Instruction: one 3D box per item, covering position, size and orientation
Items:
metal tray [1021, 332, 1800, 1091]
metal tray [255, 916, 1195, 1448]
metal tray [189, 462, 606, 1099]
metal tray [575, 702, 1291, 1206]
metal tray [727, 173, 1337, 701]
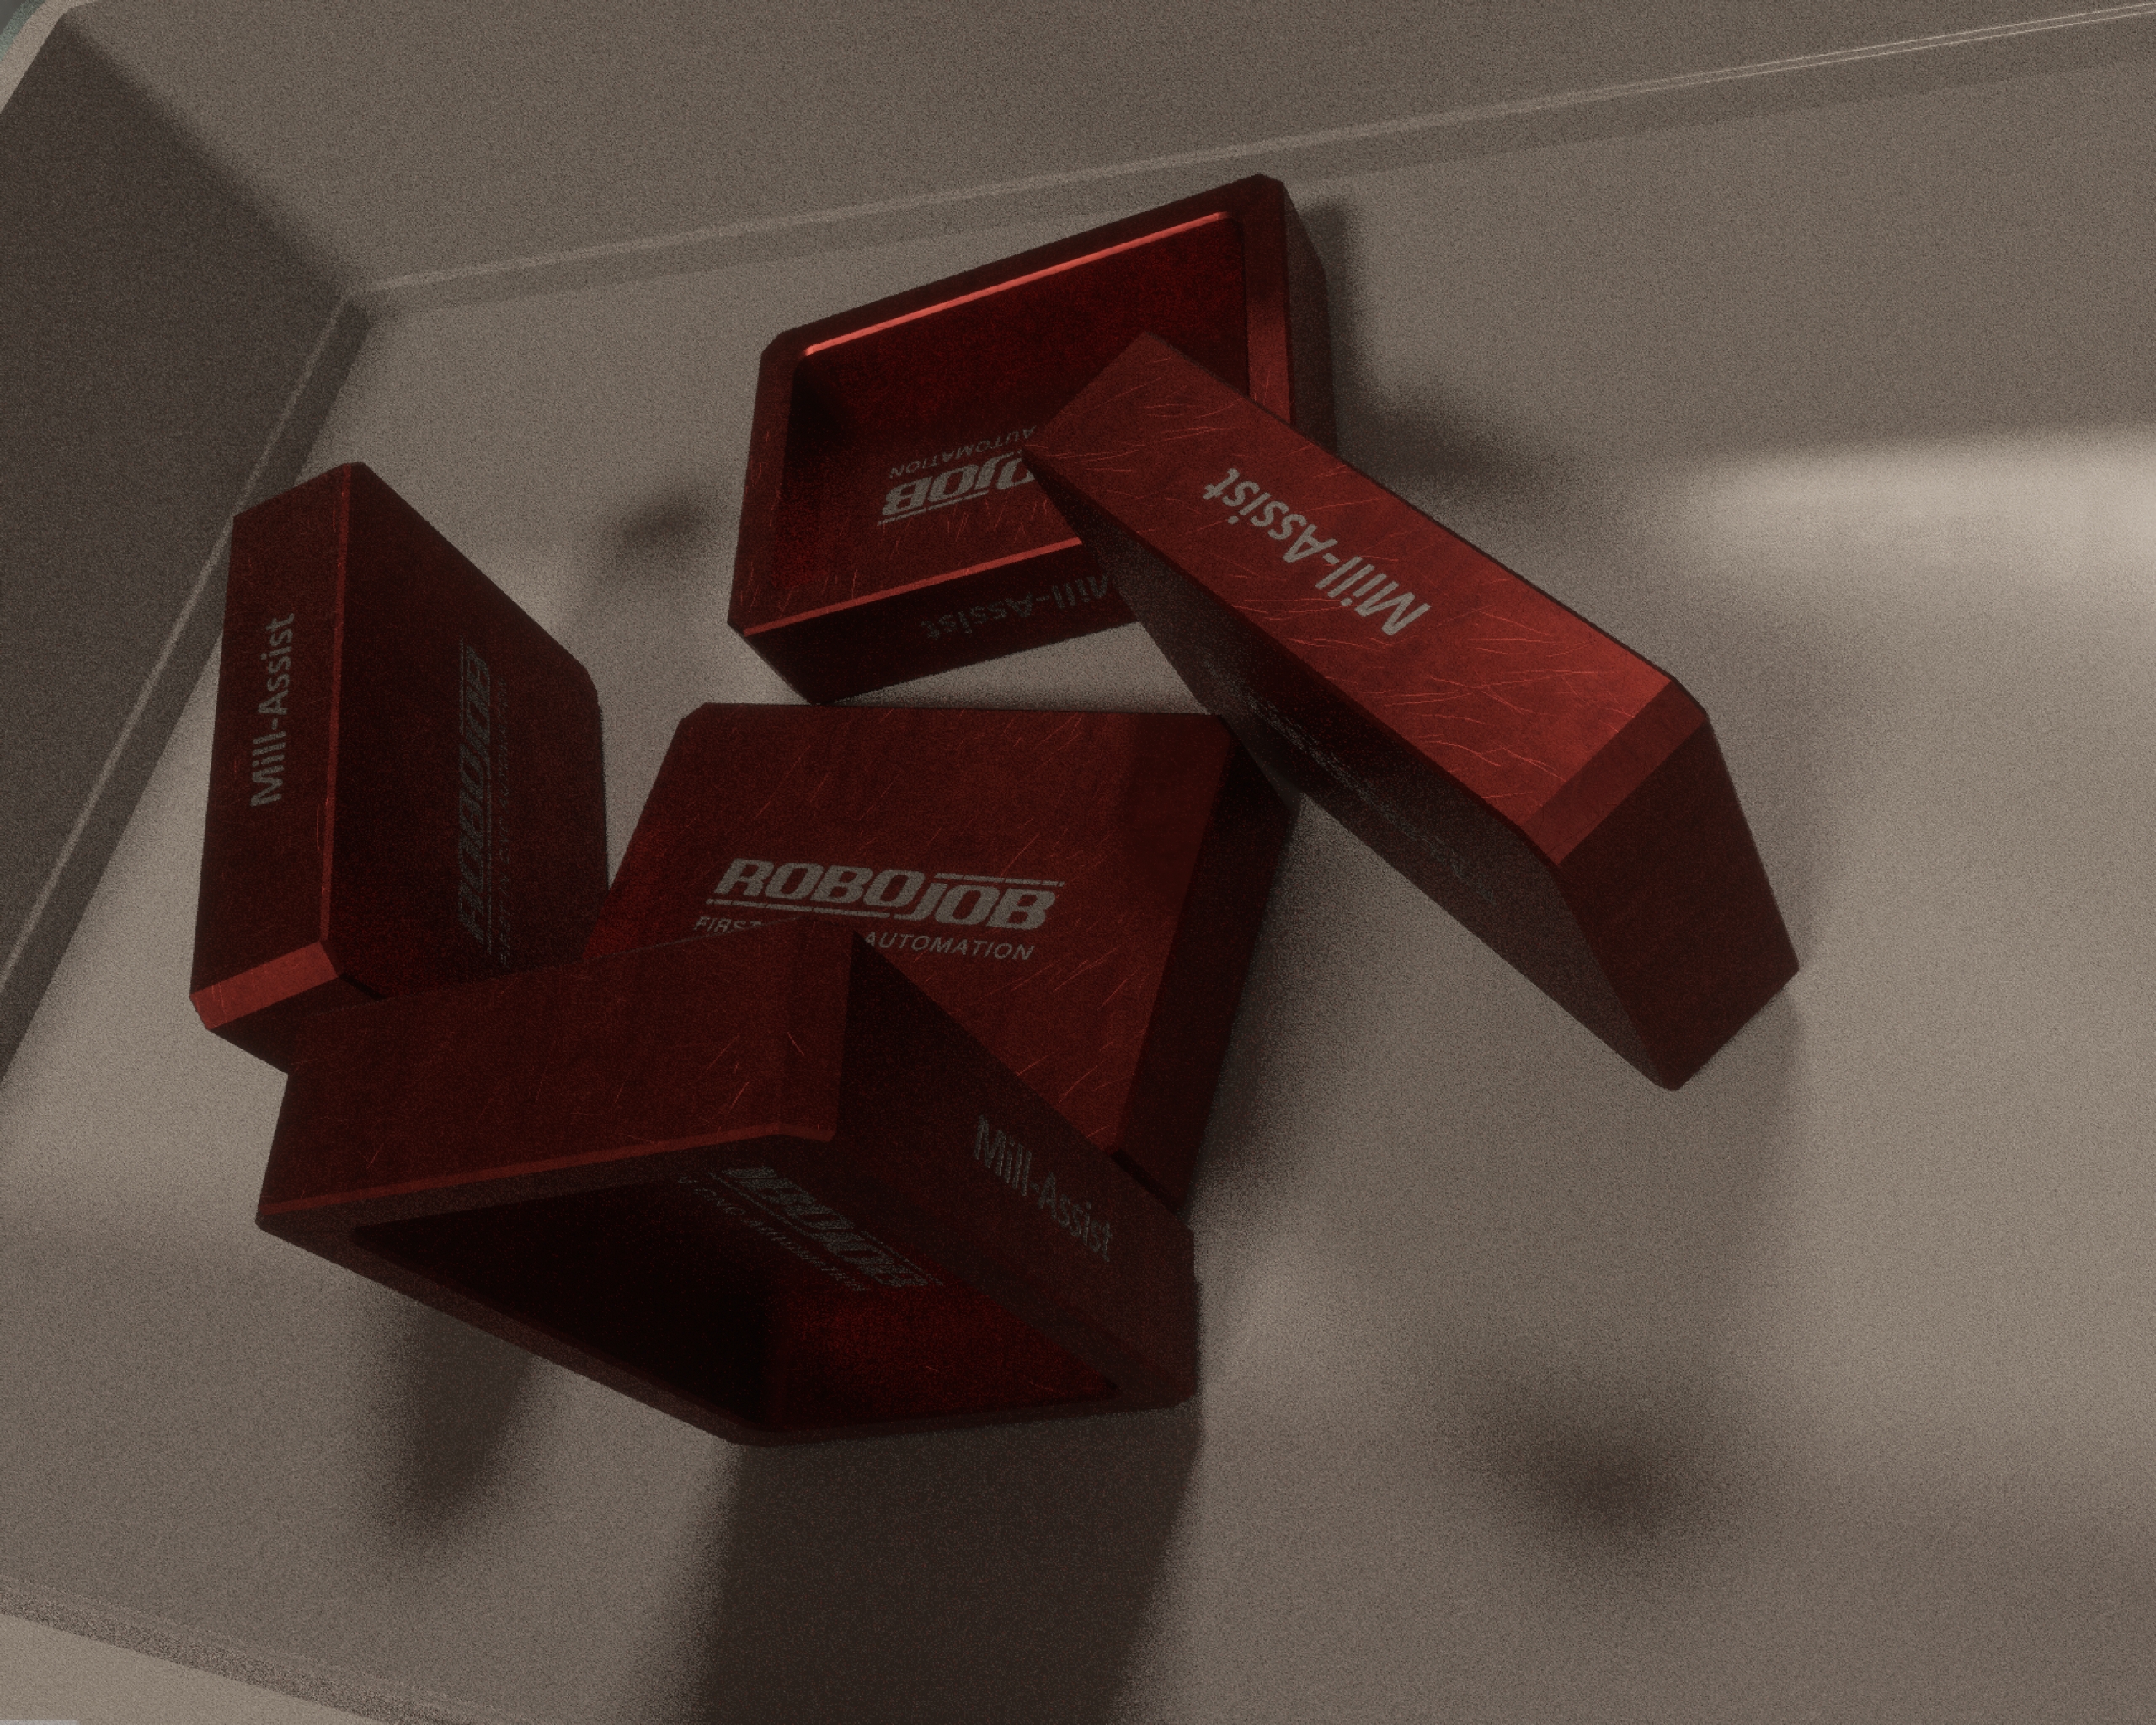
[{"bbox_3d":[0.054,-0.026,0.348,0.030,0.090,0.130,-45,51,-2],"label":"metal tray"},{"bbox_3d":[-0.046,0.057,0.323,0.090,0.130,0.030,-12,58,21],"label":"metal tray"},{"bbox_3d":[-0.137,-0.009,0.436,0.030,0.090,0.130,-22,54,14],"label":"metal tray"},{"bbox_3d":[-0.033,0.015,0.405,0.130,0.030,0.090,4,63,29],"label":"metal tray"},{"bbox_3d":[-0.010,-0.092,0.461,0.130,0.030,0.090,-12,57,21],"label":"metal tray"}]
